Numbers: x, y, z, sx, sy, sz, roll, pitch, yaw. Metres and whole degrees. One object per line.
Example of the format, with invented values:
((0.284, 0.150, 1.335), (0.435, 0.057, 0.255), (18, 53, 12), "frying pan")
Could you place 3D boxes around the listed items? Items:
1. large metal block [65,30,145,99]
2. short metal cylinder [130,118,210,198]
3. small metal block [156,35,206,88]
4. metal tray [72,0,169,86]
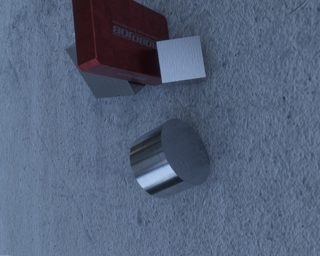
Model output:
((-0.066, -0.089, 0.417), (0.080, 0.050, 0.080), (0, 129, 40), "large metal block")
((0.012, 0.035, 0.359), (0.050, 0.081, 0.080), (-31, 71, 36), "short metal cylinder")
((0.025, -0.078, 0.368), (0.050, 0.025, 0.050), (-8, 84, 1), "small metal block")
((-0.038, -0.104, 0.366), (0.030, 0.131, 0.090), (-12, 82, 37), "metal tray")
